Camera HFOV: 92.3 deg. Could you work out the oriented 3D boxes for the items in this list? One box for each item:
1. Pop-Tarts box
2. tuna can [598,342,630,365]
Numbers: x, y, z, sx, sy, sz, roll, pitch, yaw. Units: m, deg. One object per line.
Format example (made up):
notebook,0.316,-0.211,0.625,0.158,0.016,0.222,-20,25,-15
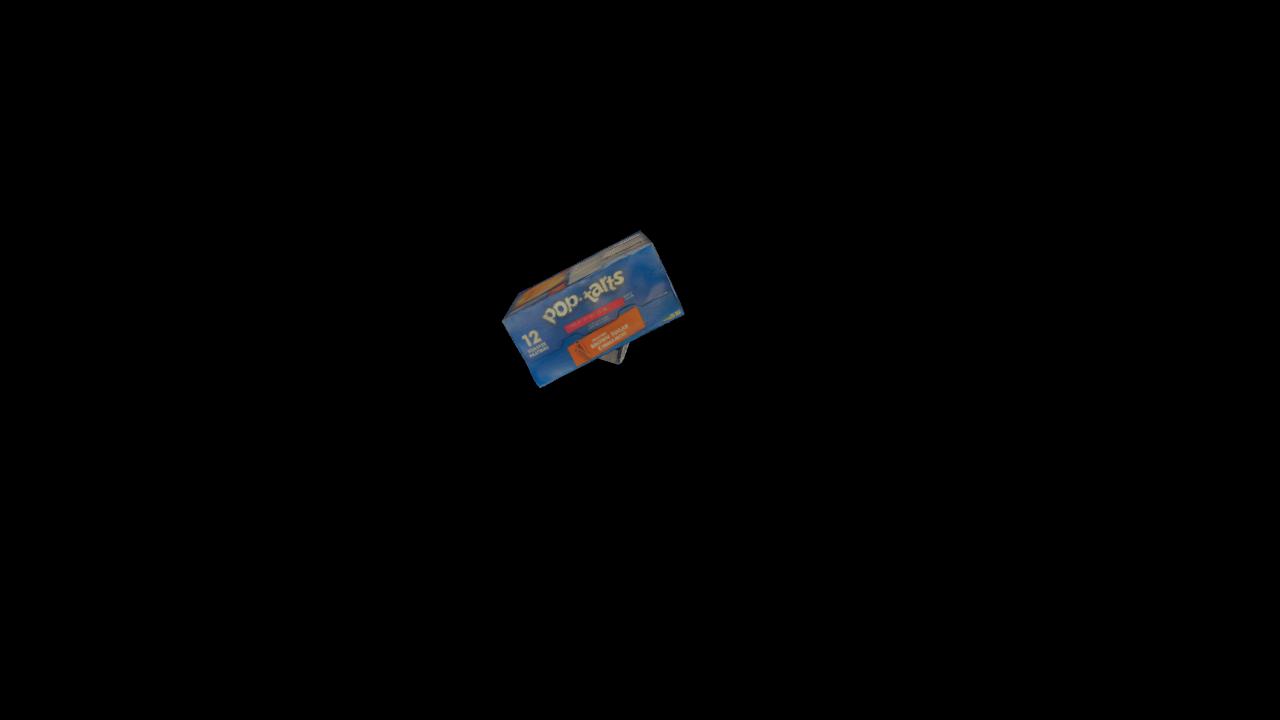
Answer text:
Pop-Tarts box,-0.050,-0.061,0.666,0.167,0.083,0.141,-27,17,4
tuna can,-0.027,-0.038,0.720,0.034,0.084,0.084,16,1,2
